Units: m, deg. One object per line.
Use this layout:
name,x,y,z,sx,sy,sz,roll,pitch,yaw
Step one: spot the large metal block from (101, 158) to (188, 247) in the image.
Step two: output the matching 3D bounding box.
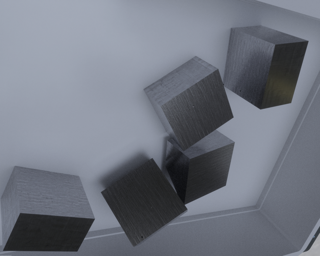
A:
large metal block,-0.019,0.100,0.417,0.080,0.080,0.050,-33,162,-7

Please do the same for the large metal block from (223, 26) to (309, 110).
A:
large metal block,0.129,-0.080,0.396,0.050,0.080,0.079,-12,124,-22

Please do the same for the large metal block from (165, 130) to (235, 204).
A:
large metal block,0.055,0.053,0.450,0.081,0.050,0.079,-16,126,-30

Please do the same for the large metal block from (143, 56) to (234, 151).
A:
large metal block,0.038,-0.031,0.396,0.080,0.050,0.080,-34,129,-7

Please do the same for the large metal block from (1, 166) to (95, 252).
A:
large metal block,-0.132,0.094,0.359,0.081,0.080,0.050,17,109,-36
